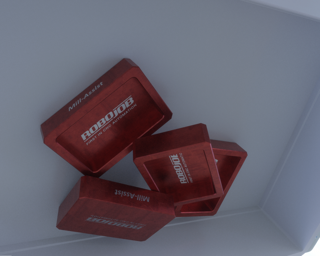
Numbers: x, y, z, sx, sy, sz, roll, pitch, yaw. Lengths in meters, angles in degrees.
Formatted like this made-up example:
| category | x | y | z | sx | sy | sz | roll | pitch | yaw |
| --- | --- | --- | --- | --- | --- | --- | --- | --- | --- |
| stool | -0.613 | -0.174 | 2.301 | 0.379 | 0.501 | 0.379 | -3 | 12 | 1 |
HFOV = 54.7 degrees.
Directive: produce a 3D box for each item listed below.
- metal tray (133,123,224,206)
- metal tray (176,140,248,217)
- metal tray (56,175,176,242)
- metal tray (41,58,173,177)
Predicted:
| category | x | y | z | sx | sy | sz | roll | pitch | yaw |
| --- | --- | --- | --- | --- | --- | --- | --- | --- | --- |
| metal tray | 0.028 | 0.055 | 0.401 | 0.090 | 0.030 | 0.130 | -14 | 138 | 8 |
| metal tray | 0.073 | 0.082 | 0.495 | 0.091 | 0.030 | 0.129 | 9 | 114 | -32 |
| metal tray | -0.057 | 0.110 | 0.408 | 0.131 | 0.030 | 0.090 | 19 | 132 | -26 |
| metal tray | -0.060 | -0.008 | 0.367 | 0.130 | 0.030 | 0.090 | -39 | 129 | -2 |
